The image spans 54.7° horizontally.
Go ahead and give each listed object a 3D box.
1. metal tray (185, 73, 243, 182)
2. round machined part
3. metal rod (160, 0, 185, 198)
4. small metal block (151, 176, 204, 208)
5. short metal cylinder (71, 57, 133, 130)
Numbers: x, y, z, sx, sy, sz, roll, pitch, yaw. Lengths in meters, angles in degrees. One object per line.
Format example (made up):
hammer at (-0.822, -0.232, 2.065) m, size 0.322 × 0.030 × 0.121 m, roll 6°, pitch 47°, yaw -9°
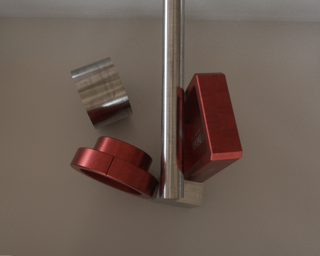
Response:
metal tray at (0.044, 0.007, 0.350) m, size 0.030 × 0.129 × 0.090 m, roll -4°, pitch 70°, yaw -12°
round machined part at (-0.048, 0.043, 0.355) m, size 0.098 × 0.098 × 0.042 m, roll 20°, pitch 71°, yaw 7°
metal rod at (0.015, -0.075, 0.345) m, size 0.025 × 0.025 × 0.298 m, roll 1°, pitch 83°, yaw 0°
small metal block at (0.019, 0.077, 0.365) m, size 0.050 × 0.050 × 0.025 m, roll 12°, pitch 71°, yaw -5°
short metal cylinder at (-0.074, -0.044, 0.396) m, size 0.050 × 0.080 × 0.080 m, roll -23°, pitch 72°, yaw -8°
